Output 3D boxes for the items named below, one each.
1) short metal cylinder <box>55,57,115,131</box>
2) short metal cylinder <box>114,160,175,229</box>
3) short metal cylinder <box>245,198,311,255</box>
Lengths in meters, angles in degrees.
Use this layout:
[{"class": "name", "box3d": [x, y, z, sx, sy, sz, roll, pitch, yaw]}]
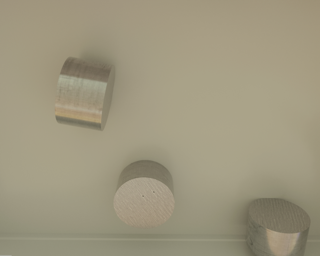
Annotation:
[{"class": "short metal cylinder", "box3d": [-0.086, -0.040, 0.366, 0.050, 0.080, 0.079, 10, 110, -4]}, {"class": "short metal cylinder", "box3d": [-0.021, 0.091, 0.431, 0.081, 0.050, 0.079, 0, 110, 0]}, {"class": "short metal cylinder", "box3d": [0.164, 0.142, 0.436, 0.081, 0.080, 0.050, 0, 110, 0]}]
